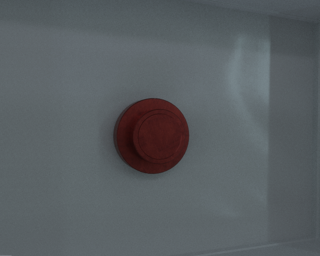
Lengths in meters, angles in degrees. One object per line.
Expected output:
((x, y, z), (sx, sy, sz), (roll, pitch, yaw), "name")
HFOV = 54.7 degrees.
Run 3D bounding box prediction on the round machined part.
((-0.007, 0.010, 0.396), (0.099, 0.042, 0.097), (0, 90, -21), "round machined part")
